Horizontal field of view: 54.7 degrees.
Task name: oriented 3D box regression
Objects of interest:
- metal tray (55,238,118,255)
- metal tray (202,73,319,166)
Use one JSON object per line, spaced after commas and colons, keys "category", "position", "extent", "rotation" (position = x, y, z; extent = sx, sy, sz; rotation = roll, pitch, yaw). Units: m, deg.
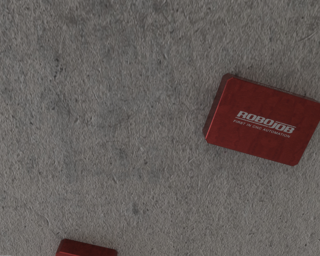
{"category": "metal tray", "position": [-0.128, 0.246, 0.497], "extent": [0.091, 0.030, 0.129], "rotation": [15, 109, -6]}
{"category": "metal tray", "position": [0.132, -0.010, 0.405], "extent": [0.131, 0.030, 0.089], "rotation": [15, 109, -6]}
